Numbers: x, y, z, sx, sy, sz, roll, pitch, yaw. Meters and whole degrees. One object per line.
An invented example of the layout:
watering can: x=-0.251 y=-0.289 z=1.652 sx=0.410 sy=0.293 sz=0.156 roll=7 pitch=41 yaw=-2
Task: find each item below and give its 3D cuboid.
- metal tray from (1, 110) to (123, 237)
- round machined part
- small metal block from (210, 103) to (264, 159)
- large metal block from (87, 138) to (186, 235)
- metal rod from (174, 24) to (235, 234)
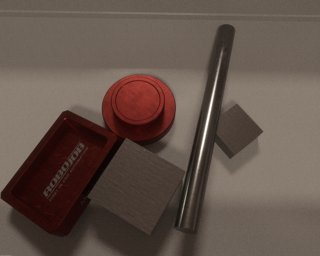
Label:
metal tray: x=-0.115 y=0.051 z=0.375 sx=0.090 sy=0.030 sz=0.130 roll=24 pitch=71 yaw=23
round machined part: x=-0.028 y=-0.029 z=0.411 sx=0.099 sy=0.042 sz=0.098 roll=0 pitch=70 yaw=-1
small metal block: x=0.097 y=0.004 z=0.409 sx=0.050 sy=0.025 sz=0.050 roll=-36 pitch=74 yaw=-13
large metal block: x=-0.026 y=0.071 z=0.370 sx=0.080 sy=0.050 sz=0.080 roll=29 pitch=72 yaw=9
metal rod: x=0.064 y=-0.020 z=0.393 sx=0.025 sy=0.025 sz=0.300 roll=14 pitch=61 yaw=4
